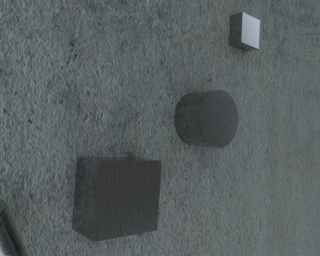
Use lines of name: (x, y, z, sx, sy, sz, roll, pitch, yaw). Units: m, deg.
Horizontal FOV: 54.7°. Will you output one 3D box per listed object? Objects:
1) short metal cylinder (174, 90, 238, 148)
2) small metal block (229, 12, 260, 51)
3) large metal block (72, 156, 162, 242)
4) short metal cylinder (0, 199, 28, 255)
short metal cylinder: (0.067, -0.013, 0.445, 0.081, 0.050, 0.079, 0, 90, -40)
small metal block: (0.143, -0.161, 0.524, 0.050, 0.025, 0.050, 5, 87, -40)
large metal block: (-0.048, 0.074, 0.349, 0.081, 0.050, 0.080, 6, 87, -40)
short metal cylinder: (-0.153, 0.098, 0.241, 0.081, 0.080, 0.050, -26, 106, -37)
